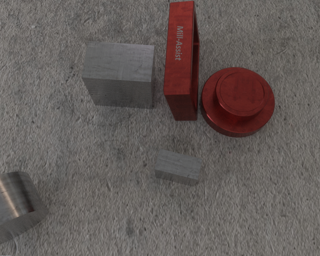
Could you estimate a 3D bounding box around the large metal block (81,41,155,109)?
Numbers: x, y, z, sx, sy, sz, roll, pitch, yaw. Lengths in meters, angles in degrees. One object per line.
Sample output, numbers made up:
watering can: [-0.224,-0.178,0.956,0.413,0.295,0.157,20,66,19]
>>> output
large metal block: [-0.049,-0.066,0.403,0.080,0.080,0.050,4,70,1]

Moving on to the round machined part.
round machined part: [0.105,-0.040,0.415,0.099,0.042,0.098,0,70,0]

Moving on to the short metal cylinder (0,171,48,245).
short metal cylinder: [-0.175,0.092,0.344,0.080,0.080,0.050,-31,73,-11]

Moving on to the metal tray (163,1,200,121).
metal tray: [0.032,-0.084,0.402,0.030,0.090,0.130,0,70,12]

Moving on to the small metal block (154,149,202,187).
small metal block: [0.021,0.050,0.377,0.050,0.050,0.025,13,71,5]
